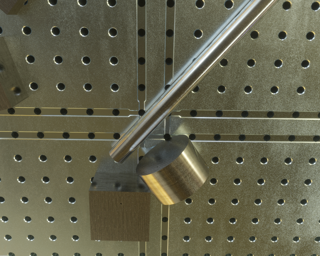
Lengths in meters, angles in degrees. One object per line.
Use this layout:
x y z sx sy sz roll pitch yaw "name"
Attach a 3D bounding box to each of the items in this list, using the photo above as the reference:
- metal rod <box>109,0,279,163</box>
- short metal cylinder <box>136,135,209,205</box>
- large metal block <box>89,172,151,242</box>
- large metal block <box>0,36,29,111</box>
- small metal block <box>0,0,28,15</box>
0.040 -0.065 0.390 0.025 0.025 0.299 40 105 -14 "metal rod"
0.016 0.053 0.404 0.080 0.080 0.050 -31 107 10 "short metal cylinder"
-0.054 0.111 0.440 0.081 0.050 0.079 2 110 -1 "large metal block"
-0.223 -0.059 0.375 0.080 0.050 0.080 -14 110 4 "large metal block"
-0.174 -0.165 0.350 0.050 0.025 0.050 42 104 -14 "small metal block"
